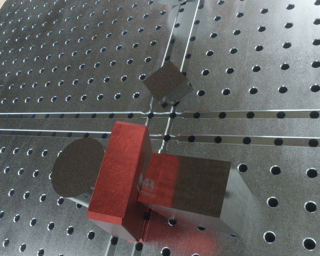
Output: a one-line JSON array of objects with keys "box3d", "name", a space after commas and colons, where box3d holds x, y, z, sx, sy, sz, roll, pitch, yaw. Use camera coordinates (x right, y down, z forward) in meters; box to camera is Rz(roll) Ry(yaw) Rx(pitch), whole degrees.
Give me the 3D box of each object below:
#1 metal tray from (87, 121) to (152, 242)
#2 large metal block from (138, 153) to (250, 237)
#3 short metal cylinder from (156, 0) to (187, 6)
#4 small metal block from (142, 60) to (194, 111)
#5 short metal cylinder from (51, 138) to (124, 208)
[{"box3d": [-0.032, 0.061, 0.319, 0.030, 0.130, 0.090, 9, 65, 8], "name": "metal tray"}, {"box3d": [0.038, 0.068, 0.312, 0.080, 0.080, 0.050, 4, 64, 30], "name": "large metal block"}, {"box3d": [0.019, -0.256, 0.520, 0.080, 0.080, 0.050, -14, 56, 20], "name": "short metal cylinder"}, {"box3d": [0.011, -0.060, 0.440, 0.050, 0.025, 0.050, -38, 51, 3], "name": "small metal block"}, {"box3d": [-0.092, 0.059, 0.404, 0.080, 0.050, 0.080, -13, 56, 21], "name": "short metal cylinder"}]
